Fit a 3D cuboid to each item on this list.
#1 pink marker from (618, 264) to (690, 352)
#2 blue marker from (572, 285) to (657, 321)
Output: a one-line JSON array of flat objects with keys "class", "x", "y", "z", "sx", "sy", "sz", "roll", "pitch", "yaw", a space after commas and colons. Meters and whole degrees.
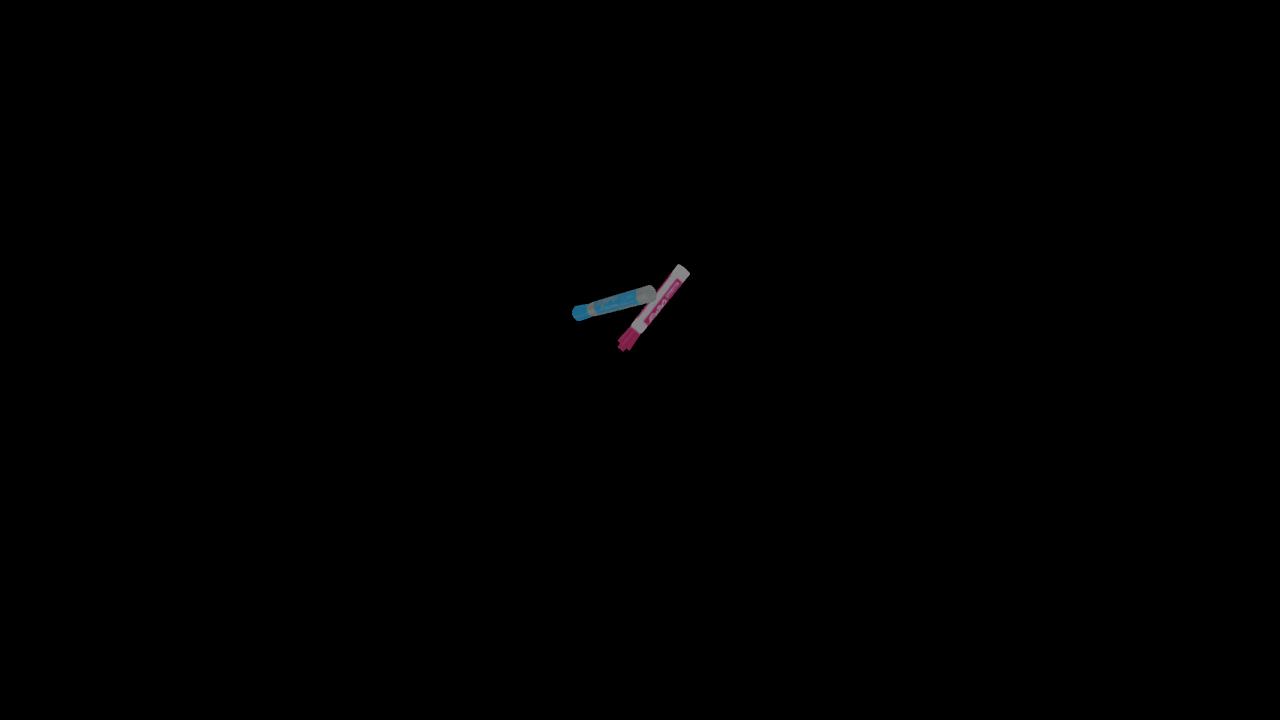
[{"class": "pink marker", "x": 0.014, "y": -0.060, "z": 0.720, "sx": 0.020, "sy": 0.121, "sz": 0.020, "roll": 39, "pitch": -1, "yaw": 1}, {"class": "blue marker", "x": -0.033, "y": -0.064, "z": 0.702, "sx": 0.121, "sy": 0.020, "sz": 0.020, "roll": -11, "pitch": -7, "yaw": 40}]
